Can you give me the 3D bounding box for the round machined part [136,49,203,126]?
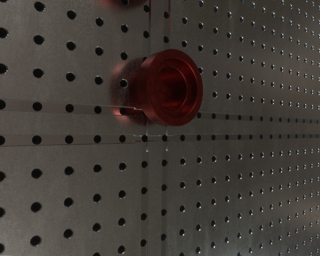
[{"bbox_3d":[0.008,-0.051,0.407,0.099,0.042,0.097,0,90,-40],"label":"round machined part"}]
